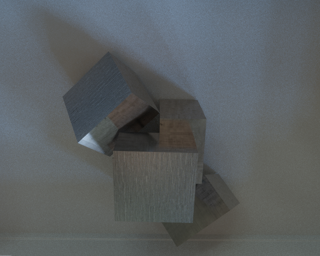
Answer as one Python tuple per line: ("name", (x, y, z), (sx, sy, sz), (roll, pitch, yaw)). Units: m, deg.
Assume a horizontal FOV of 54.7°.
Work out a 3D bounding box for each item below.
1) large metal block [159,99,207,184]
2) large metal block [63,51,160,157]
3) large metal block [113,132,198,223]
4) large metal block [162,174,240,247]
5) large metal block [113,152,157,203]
("large metal block", (0.024, 0.014, 0.384), (0.050, 0.080, 0.079), (1, 110, -1))
("large metal block", (-0.059, -0.028, 0.362), (0.080, 0.080, 0.050), (-41, 140, 13))
("large metal block", (-0.005, 0.051, 0.329), (0.081, 0.050, 0.079), (2, 110, -1))
("large metal block", (0.053, 0.105, 0.412), (0.080, 0.080, 0.050), (-39, 71, 13))
("large metal block", (-0.029, 0.059, 0.402), (0.050, 0.080, 0.079), (1, 110, -1))
